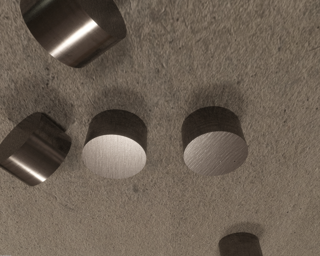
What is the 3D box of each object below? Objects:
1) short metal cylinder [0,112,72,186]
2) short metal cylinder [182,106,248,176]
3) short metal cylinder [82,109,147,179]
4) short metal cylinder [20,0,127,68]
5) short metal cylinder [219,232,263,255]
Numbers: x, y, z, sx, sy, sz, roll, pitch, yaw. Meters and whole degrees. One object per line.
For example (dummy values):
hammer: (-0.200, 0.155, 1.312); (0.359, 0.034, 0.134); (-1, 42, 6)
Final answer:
short metal cylinder: (-0.160, 0.026, 0.391); (0.080, 0.080, 0.050); (-28, 125, 21)
short metal cylinder: (0.070, 0.018, 0.407); (0.081, 0.050, 0.079); (0, 130, 0)
short metal cylinder: (-0.058, 0.022, 0.409); (0.081, 0.050, 0.079); (0, 130, 0)
short metal cylinder: (-0.076, -0.102, 0.283); (0.050, 0.080, 0.080); (-29, 125, 22)
short metal cylinder: (0.159, 0.248, 0.605); (0.081, 0.050, 0.079); (0, 130, 0)
